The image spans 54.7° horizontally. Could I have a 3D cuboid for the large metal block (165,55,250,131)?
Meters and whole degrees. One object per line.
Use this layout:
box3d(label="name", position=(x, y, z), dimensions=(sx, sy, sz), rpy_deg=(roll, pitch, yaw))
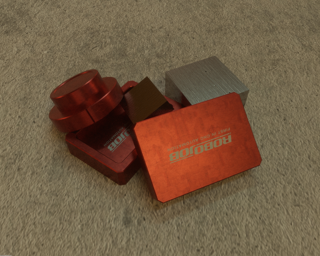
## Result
box3d(label="large metal block", position=(0.061, -0.047, 0.429), dimensions=(0.081, 0.050, 0.080), rpy_deg=(-21, 53, -17))

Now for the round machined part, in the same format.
box3d(label="round machined part", position=(-0.100, -0.041, 0.400), dimensions=(0.098, 0.042, 0.098), rpy_deg=(-20, 29, 12))

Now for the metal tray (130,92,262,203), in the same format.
box3d(label="metal tray", position=(0.041, 0.020, 0.355), dimensions=(0.131, 0.030, 0.090), rpy_deg=(-18, 89, -14))

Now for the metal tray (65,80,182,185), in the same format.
box3d(label="metal tray", position=(-0.042, 0.000, 0.400), dimensions=(0.090, 0.030, 0.131), rpy_deg=(28, 55, 21))

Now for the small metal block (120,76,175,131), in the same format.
box3d(label="small metal block", position=(-0.018, -0.030, 0.400), dimensions=(0.050, 0.025, 0.050), rpy_deg=(-39, 58, 4))
